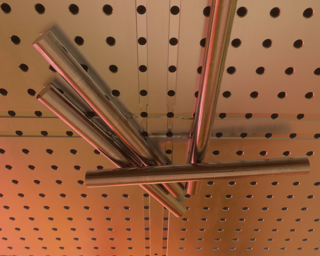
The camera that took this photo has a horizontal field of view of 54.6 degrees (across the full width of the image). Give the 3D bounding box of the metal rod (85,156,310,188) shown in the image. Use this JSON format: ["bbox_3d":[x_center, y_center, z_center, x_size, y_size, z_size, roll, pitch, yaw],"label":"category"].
[{"bbox_3d":[0.049,0.061,0.429,0.301,0.025,0.025,-4,130,3],"label":"metal rod"}]

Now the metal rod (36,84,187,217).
[{"bbox_3d":[-0.052,0.049,0.452,0.025,0.025,0.300,-29,125,22],"label":"metal rod"}]

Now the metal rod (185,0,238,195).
[{"bbox_3d":[0.058,-0.017,0.397,0.025,0.025,0.298,2,130,-2],"label":"metal rod"}]

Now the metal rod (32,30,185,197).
[{"bbox_3d":[-0.049,0.002,0.412,0.025,0.025,0.300,-25,126,19],"label":"metal rod"}]
